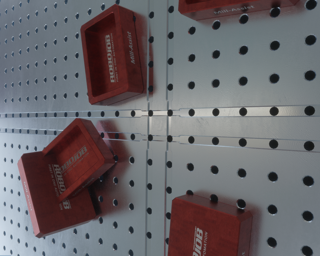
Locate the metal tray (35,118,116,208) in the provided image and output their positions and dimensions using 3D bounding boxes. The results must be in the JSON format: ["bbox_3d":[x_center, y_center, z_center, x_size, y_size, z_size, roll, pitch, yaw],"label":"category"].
[{"bbox_3d":[-0.145,0.058,0.498,0.130,0.030,0.090,-41,70,14],"label":"metal tray"}]

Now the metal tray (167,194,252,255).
[{"bbox_3d":[0.053,0.152,0.363,0.090,0.030,0.129,8,95,39],"label":"metal tray"}]

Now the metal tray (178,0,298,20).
[{"bbox_3d":[0.083,-0.174,0.337,0.130,0.030,0.089,7,94,40],"label":"metal tray"}]

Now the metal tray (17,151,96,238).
[{"bbox_3d":[-0.168,0.100,0.504,0.030,0.091,0.130,-41,64,45],"label":"metal tray"}]

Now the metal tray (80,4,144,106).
[{"bbox_3d":[-0.075,-0.106,0.469,0.090,0.030,0.129,-14,81,39],"label":"metal tray"}]
